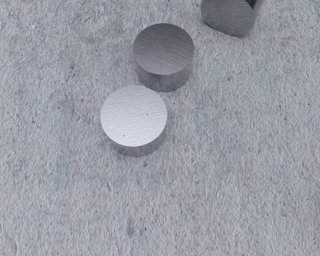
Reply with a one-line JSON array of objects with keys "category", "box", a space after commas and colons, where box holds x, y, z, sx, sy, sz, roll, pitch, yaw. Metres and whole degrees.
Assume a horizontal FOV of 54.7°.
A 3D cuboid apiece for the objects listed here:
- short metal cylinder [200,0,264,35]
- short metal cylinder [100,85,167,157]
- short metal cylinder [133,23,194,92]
[{"category": "short metal cylinder", "box": [0.105, -0.181, 0.446, 0.080, 0.080, 0.050, 24, 72, 8]}, {"category": "short metal cylinder", "box": [-0.032, -0.008, 0.397, 0.081, 0.050, 0.080, 0, 70, 0]}, {"category": "short metal cylinder", "box": [0.005, -0.096, 0.430, 0.081, 0.050, 0.080, 0, 70, 0]}]
